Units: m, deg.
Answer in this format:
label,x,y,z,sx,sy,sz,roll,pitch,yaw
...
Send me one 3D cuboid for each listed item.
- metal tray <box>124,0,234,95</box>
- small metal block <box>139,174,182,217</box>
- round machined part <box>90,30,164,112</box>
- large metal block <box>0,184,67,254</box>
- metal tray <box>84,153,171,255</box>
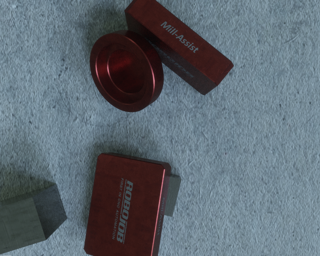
label,x,y,z,sx,sy,sz,roll,pitch,yaw
metal tray,0.020,-0.097,0.377,0.130,0.090,0.030,39,88,-1
small metal block,-0.003,0.084,0.410,0.050,0.025,0.050,14,90,-1
round machined part,-0.036,-0.072,0.384,0.098,0.042,0.097,18,126,28
large metal block,-0.172,0.111,0.380,0.080,0.080,0.050,-17,90,0
metal tray,-0.041,0.102,0.394,0.090,0.030,0.129,9,90,17
